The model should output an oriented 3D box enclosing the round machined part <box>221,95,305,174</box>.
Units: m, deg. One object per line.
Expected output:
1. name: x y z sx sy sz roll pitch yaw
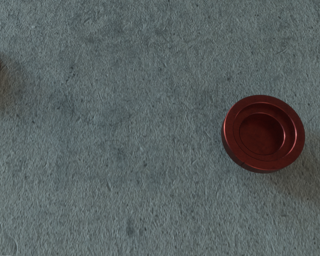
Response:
1. round machined part: 0.127 0.010 0.396 0.099 0.042 0.098 0 70 0
